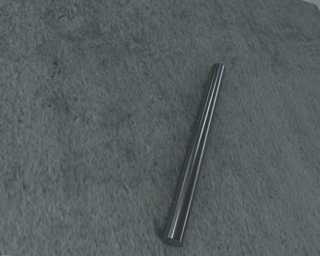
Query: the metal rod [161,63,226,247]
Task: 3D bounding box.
[{"bbox_3d":[0.055,0.013,0.427,0.025,0.025,0.300,29,52,-10],"label":"metal rod"}]
